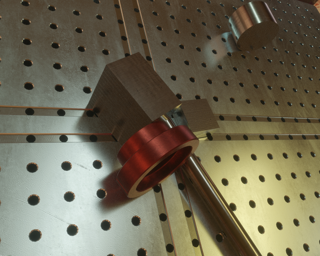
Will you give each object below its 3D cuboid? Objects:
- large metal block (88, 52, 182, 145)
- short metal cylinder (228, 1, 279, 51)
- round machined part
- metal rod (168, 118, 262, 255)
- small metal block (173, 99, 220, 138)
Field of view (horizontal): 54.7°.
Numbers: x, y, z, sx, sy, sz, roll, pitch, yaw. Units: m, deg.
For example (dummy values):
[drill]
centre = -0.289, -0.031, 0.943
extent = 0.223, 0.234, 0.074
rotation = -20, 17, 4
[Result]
[large metal block]
centre = -0.033, -0.030, 0.374
extent = 0.050, 0.080, 0.080
rotation = -33, 81, -38
[short metal cylinder]
centre = 0.177, -0.191, 0.588
extent = 0.081, 0.080, 0.050
rotation = -1, 62, -29
[round machined part]
centre = -0.008, 0.030, 0.342
extent = 0.099, 0.097, 0.042
rotation = -25, 66, -37
[metal rod]
centre = 0.034, 0.039, 0.404
extent = 0.025, 0.025, 0.299
rotation = -24, 75, -37
[small metal block]
centre = 0.050, -0.013, 0.445
extent = 0.050, 0.025, 0.050
rotation = -8, 66, -32
